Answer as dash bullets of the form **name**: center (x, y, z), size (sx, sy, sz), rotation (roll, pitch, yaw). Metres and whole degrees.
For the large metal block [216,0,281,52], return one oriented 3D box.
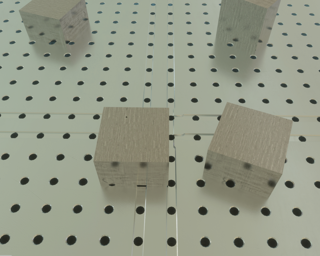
- **large metal block**: center (0.150, -0.192, 0.534), size (0.080, 0.080, 0.050), rotation (32, 57, 24)

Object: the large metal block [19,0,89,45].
- **large metal block**: center (-0.188, -0.201, 0.560), size (0.080, 0.050, 0.080), rotation (17, 52, 13)

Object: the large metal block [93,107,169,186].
- **large metal block**: center (-0.030, 0.021, 0.374), size (0.080, 0.050, 0.080), rotation (1, 50, 1)

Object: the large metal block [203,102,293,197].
- **large metal block**: center (0.105, 0.023, 0.372), size (0.080, 0.050, 0.080), rotation (18, 52, 14)
